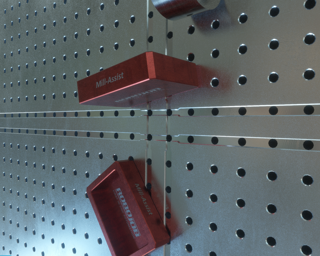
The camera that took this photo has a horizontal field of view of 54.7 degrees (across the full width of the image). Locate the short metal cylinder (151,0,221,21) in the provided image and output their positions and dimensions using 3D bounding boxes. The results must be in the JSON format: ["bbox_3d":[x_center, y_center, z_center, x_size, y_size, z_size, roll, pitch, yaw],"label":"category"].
[{"bbox_3d":[0.028,-0.168,0.350,0.050,0.081,0.080,-2,89,40],"label":"short metal cylinder"}]

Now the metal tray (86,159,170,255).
[{"bbox_3d":[-0.051,0.122,0.447,0.090,0.030,0.130,-42,65,31],"label":"metal tray"}]

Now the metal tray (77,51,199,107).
[{"bbox_3d":[-0.029,-0.055,0.391,0.130,0.091,0.030,-12,83,39],"label":"metal tray"}]
